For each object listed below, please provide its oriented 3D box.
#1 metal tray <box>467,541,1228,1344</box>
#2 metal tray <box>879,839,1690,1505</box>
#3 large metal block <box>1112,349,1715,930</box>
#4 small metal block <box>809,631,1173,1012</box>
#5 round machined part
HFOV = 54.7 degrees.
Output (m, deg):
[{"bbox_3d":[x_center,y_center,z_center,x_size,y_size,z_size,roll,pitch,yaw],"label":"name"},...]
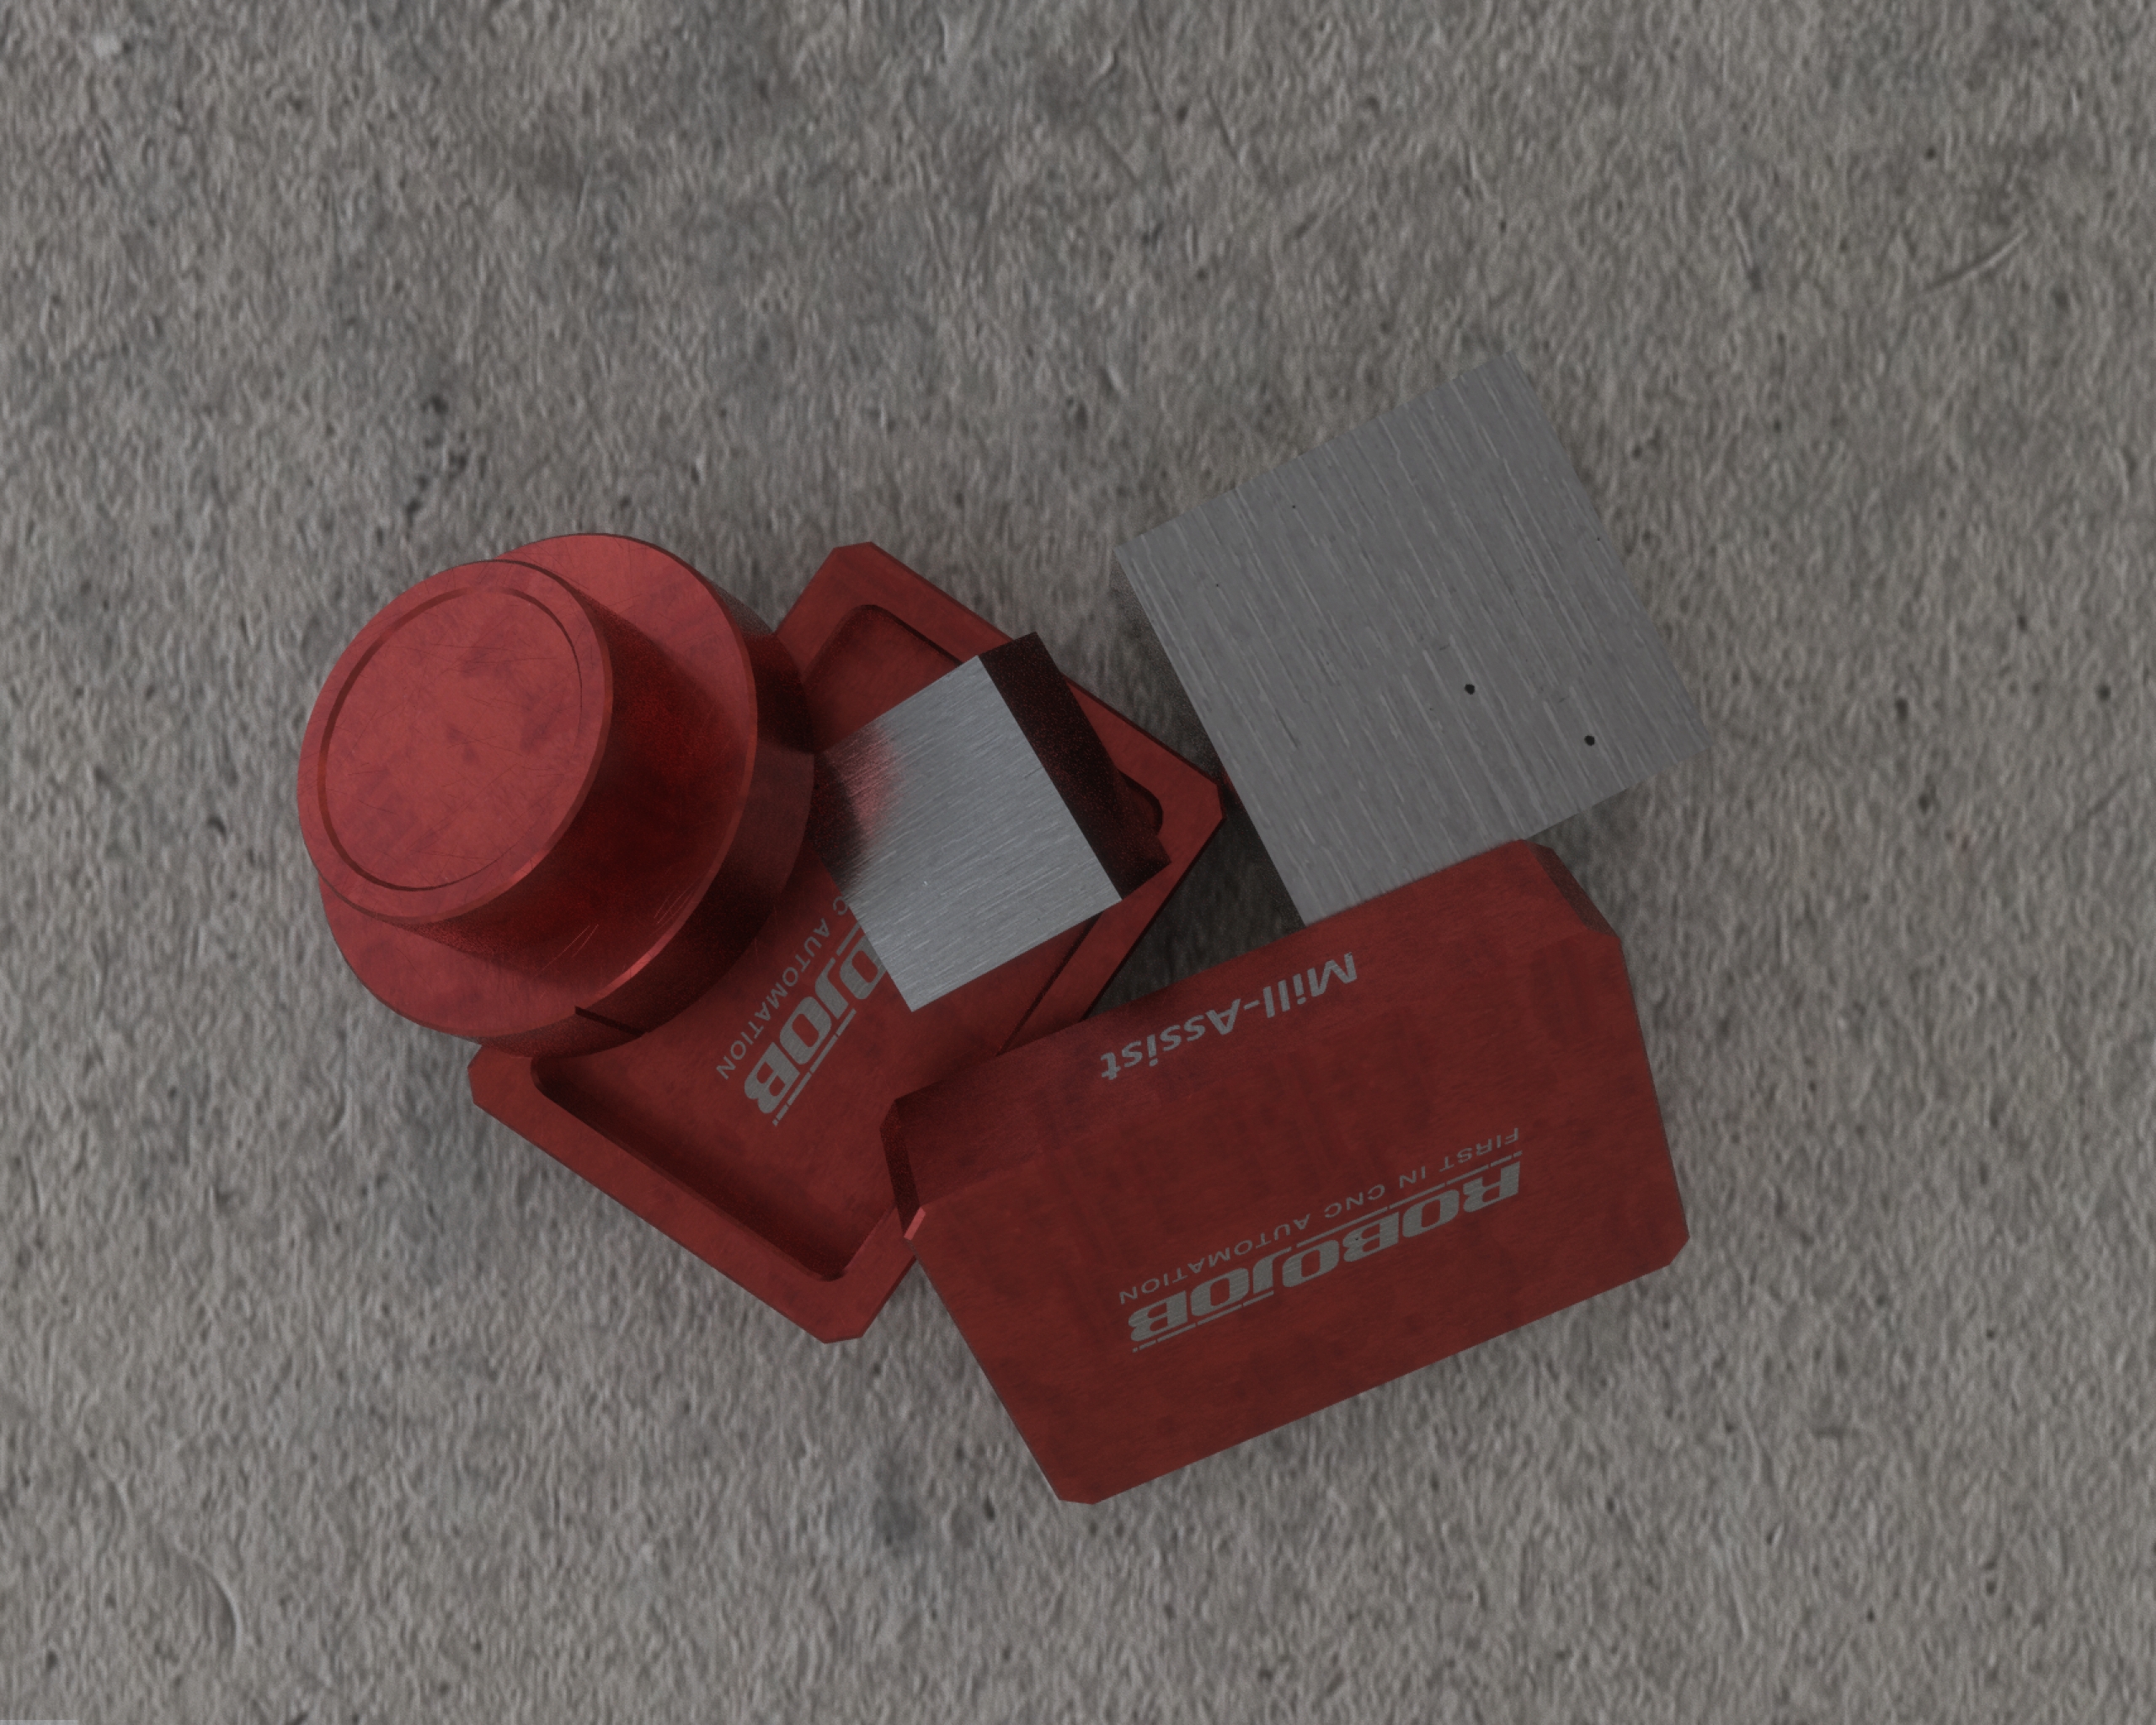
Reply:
[{"bbox_3d":[-0.043,0.015,0.407,0.090,0.030,0.130,35,90,0],"label":"metal tray"},{"bbox_3d":[0.041,0.060,0.386,0.131,0.030,0.090,-23,126,0],"label":"metal tray"},{"bbox_3d":[0.060,-0.039,0.399,0.080,0.050,0.080,-27,90,0],"label":"large metal block"},{"bbox_3d":[-0.019,-0.007,0.388,0.050,0.025,0.050,-29,93,28],"label":"small metal block"},{"bbox_3d":[-0.101,-0.016,0.381,0.098,0.042,0.098,-8,70,22],"label":"round machined part"}]
